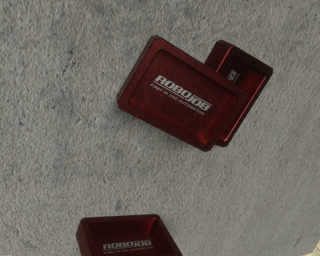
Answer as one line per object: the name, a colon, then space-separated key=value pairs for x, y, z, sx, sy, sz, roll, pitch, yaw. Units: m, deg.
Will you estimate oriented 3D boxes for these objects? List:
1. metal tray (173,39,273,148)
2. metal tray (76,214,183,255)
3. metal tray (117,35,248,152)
metal tray: x=0.086 y=-0.042 z=0.424 sx=0.091 sy=0.030 sz=0.129 roll=17 pitch=109 yaw=-35
metal tray: x=-0.044 y=0.168 z=0.444 sx=0.131 sy=0.090 sz=0.030 roll=7 pitch=115 yaw=-32
metal tray: x=0.026 y=-0.038 z=0.367 sx=0.131 sy=0.030 sz=0.090 roll=27 pitch=105 yaw=-19
